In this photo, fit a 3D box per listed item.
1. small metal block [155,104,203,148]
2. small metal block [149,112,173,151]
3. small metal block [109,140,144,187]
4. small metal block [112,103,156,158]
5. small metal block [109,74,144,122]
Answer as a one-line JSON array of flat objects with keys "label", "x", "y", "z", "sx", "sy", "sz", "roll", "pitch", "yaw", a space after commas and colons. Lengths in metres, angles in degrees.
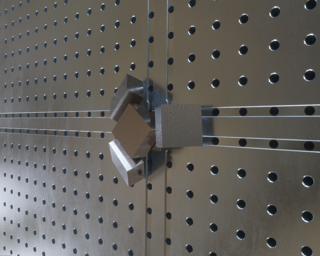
[{"label": "small metal block", "x": 0.022, "y": -0.002, "z": 0.372, "sx": 0.025, "sy": 0.050, "sz": 0.050, "roll": 172, "pitch": 96, "yaw": -72}, {"label": "small metal block", "x": -0.010, "y": 0.003, "z": 0.419, "sx": 0.050, "sy": 0.025, "sz": 0.050, "roll": 2, "pitch": 94, "yaw": 40}, {"label": "small metal block", "x": -0.046, "y": 0.046, "z": 0.432, "sx": 0.050, "sy": 0.025, "sz": 0.050, "roll": 53, "pitch": 158, "yaw": 27}, {"label": "small metal block", "x": -0.029, "y": 0.003, "z": 0.402, "sx": 0.050, "sy": 0.025, "sz": 0.050, "roll": 49, "pitch": 118, "yaw": 28}, {"label": "small metal block", "x": -0.047, "y": -0.040, "z": 0.433, "sx": 0.050, "sy": 0.025, "sz": 0.050, "roll": -54, "pitch": 23, "yaw": 26}]
